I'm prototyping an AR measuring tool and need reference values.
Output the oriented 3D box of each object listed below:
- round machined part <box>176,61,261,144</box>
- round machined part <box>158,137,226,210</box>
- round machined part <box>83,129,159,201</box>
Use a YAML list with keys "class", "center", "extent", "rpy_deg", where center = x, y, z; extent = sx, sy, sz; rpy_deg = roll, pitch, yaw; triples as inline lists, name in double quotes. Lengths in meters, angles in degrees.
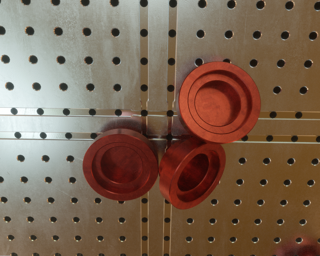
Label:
- class: "round machined part"
  center: [0.068, -0.028, 0.381]
  extent: [0.099, 0.042, 0.098]
  rpy_deg: [1, 83, -6]
- class: "round machined part"
  center: [0.037, 0.054, 0.407]
  extent: [0.099, 0.042, 0.097]
  rpy_deg: [-21, 126, -32]
- class: "round machined part"
  center: [-0.051, 0.046, 0.421]
  extent: [0.099, 0.042, 0.097]
  rpy_deg: [0, 110, 0]
